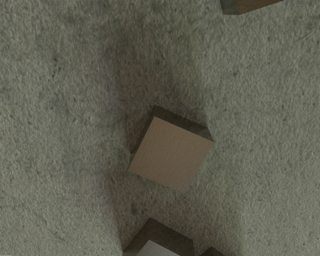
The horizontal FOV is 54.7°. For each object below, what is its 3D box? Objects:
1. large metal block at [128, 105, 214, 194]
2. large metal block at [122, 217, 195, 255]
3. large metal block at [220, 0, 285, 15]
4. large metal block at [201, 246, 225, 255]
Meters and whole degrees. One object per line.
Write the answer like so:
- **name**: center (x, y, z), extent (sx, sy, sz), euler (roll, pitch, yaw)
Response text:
- **large metal block**: center (0.013, 0.027, 0.407), extent (0.080, 0.050, 0.080), euler (24, 108, -9)
- **large metal block**: center (-0.004, 0.197, 0.469), extent (0.080, 0.050, 0.080), euler (32, 107, -12)
- **large metal block**: center (0.107, -0.157, 0.324), extent (0.080, 0.080, 0.050), euler (-17, 109, 6)
- **large metal block**: center (0.086, 0.250, 0.490), extent (0.080, 0.050, 0.080), euler (39, 105, -14)
